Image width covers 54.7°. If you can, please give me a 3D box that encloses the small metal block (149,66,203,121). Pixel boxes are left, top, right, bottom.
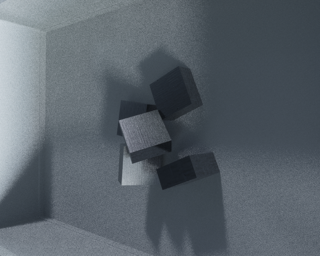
[{"bbox_3d":[0.020,-0.042,0.389,0.050,0.025,0.050,-28,73,36],"label":"small metal block"}]

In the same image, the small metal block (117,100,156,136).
[{"bbox_3d":[-0.031,-0.011,0.430,0.050,0.025,0.050,12,98,39],"label":"small metal block"}]

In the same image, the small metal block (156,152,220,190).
[{"bbox_3d":[0.033,0.050,0.362,0.050,0.050,0.025,-28,73,36],"label":"small metal block"}]

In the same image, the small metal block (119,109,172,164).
[{"bbox_3d":[-0.018,0.010,0.380,0.025,0.050,0.050,88,163,-53],"label":"small metal block"}]

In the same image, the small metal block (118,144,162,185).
[{"bbox_3d":[-0.026,0.047,0.407,0.025,0.050,0.050,-166,79,-71],"label":"small metal block"}]
